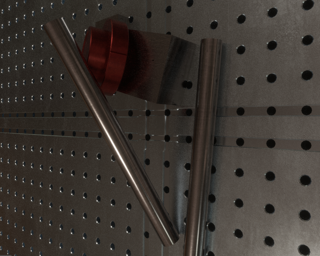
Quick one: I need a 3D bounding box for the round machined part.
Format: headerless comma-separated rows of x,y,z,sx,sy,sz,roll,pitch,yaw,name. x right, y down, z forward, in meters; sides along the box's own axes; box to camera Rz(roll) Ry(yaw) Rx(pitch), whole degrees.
-0.076,-0.093,0.401,0.098,0.042,0.097,-171,90,-67,round machined part

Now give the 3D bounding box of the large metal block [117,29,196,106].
-0.009,-0.078,0.399,0.080,0.050,0.079,21,103,37,large metal block

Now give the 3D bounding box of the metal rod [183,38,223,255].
0.049,0.047,0.367,0.025,0.025,0.298,7,95,39,metal rod

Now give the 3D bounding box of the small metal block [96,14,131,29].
-0.070,-0.137,0.465,0.050,0.025,0.050,-2,89,39,small metal block

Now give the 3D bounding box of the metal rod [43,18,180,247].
-0.053,0.013,0.374,0.025,0.025,0.299,-20,102,38,metal rod
